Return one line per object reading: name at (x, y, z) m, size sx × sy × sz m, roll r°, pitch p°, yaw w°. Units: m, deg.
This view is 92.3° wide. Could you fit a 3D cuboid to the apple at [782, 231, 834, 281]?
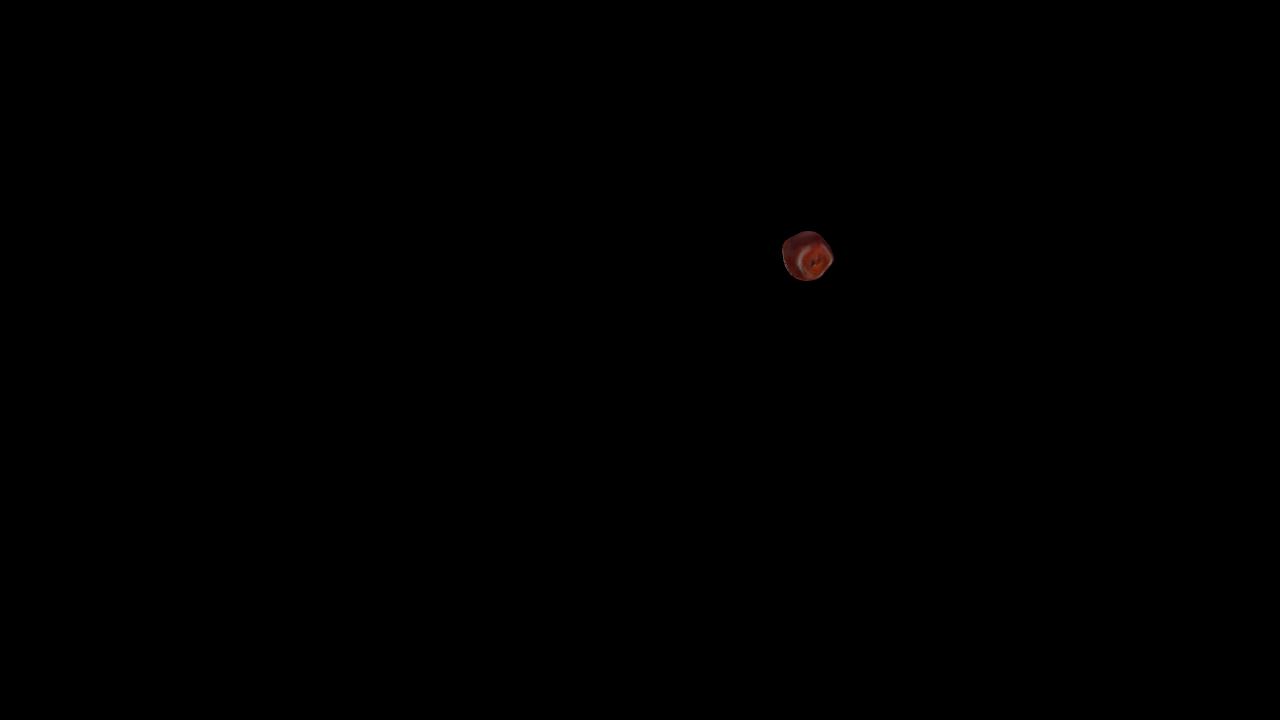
apple at (0.266, -0.168, 0.988) m, size 0.079 × 0.079 × 0.093 m, roll 0°, pitch 26°, yaw -6°
